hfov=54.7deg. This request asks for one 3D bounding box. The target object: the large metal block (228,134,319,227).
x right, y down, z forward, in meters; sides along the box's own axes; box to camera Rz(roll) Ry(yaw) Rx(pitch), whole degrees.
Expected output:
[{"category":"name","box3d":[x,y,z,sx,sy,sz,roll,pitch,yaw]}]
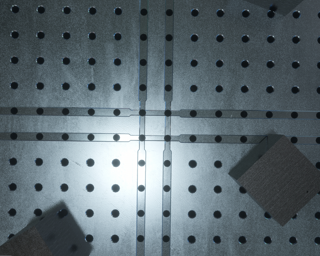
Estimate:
[{"category":"large metal block","box3d":[0.151,0.064,0.403,0.080,0.050,0.080,-44,91,0]}]

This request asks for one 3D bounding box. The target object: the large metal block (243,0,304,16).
[{"category":"large metal block","box3d":[0.145,-0.192,0.388,0.080,0.080,0.050,20,90,-1]}]

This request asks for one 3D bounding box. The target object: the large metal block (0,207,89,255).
[{"category":"large metal block","box3d":[-0.140,0.155,0.384,0.050,0.080,0.080,-32,90,0]}]
